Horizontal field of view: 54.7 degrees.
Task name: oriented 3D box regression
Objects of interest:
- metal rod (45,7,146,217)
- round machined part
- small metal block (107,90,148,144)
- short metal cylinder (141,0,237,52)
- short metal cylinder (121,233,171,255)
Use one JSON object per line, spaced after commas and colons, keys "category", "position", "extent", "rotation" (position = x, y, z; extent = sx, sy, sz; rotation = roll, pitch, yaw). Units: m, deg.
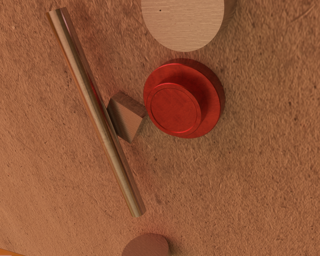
{"category": "metal rod", "position": [-0.076, -0.004, 0.411], "extent": [0.025, 0.025, 0.298], "rotation": [-5, 116, 30]}
{"category": "round machined part", "position": [0.023, -0.029, 0.366], "extent": [0.098, 0.042, 0.097], "rotation": [13, 124, 21]}
{"category": "small metal block", "position": [-0.047, -0.014, 0.423], "extent": [0.050, 0.025, 0.050], "rotation": [33, 129, 6]}
{"category": "short metal cylinder", "position": [0.029, -0.120, 0.301], "extent": [0.080, 0.050, 0.079], "rotation": [13, 124, 21]}
{"category": "short metal cylinder", "position": [-0.019, 0.226, 0.521], "extent": [0.080, 0.080, 0.050], "rotation": [-1, 118, 29]}
